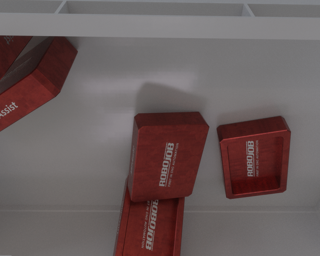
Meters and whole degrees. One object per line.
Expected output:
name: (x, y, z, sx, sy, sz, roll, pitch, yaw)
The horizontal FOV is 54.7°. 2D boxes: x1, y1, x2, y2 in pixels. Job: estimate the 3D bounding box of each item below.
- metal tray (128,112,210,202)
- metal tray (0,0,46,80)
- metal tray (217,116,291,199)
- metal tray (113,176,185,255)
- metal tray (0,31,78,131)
metal tray: (0.007, 0.041, 0.418, 0.091, 0.030, 0.129, -2, 125, -16)
metal tray: (-0.166, -0.073, 0.276, 0.090, 0.130, 0.030, -15, 129, 12)
metal tray: (0.134, 0.047, 0.446, 0.090, 0.030, 0.129, -9, 130, 7)
metal tray: (-0.014, 0.138, 0.457, 0.091, 0.130, 0.030, 12, 154, -10)
metal tray: (-0.154, -0.041, 0.329, 0.130, 0.090, 0.030, -26, 125, 20)
